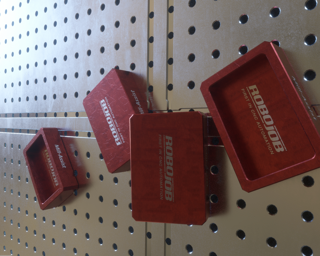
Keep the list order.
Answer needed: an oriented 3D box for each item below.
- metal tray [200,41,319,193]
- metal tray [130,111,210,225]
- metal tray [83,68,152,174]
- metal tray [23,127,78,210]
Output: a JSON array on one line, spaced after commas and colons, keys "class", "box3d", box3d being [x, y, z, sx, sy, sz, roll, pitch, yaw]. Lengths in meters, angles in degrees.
[{"class": "metal tray", "box3d": [0.105, -0.010, 0.319, 0.090, 0.030, 0.130, -32, 70, 35]}, {"class": "metal tray", "box3d": [0.012, 0.047, 0.376, 0.090, 0.030, 0.129, -2, 89, 17]}, {"class": "metal tray", "box3d": [-0.060, -0.010, 0.457, 0.090, 0.030, 0.130, -38, 67, 33]}, {"class": "metal tray", "box3d": [-0.207, 0.075, 0.578, 0.090, 0.030, 0.130, -41, 65, 32]}]
